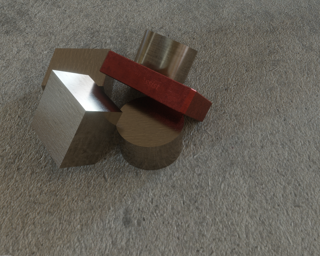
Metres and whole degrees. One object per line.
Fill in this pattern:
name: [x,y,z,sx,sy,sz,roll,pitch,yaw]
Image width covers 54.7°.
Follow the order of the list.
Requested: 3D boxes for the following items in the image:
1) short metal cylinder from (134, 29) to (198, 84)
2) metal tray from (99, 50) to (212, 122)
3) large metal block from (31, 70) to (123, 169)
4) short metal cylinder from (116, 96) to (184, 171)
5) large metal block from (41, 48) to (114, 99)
short metal cylinder: [0.008,-0.103,0.450,0.080,0.050,0.080,22,14,-5]
metal tray: [-0.004,-0.054,0.409,0.130,0.090,0.030,29,96,22]
large metal block: [-0.102,-0.011,0.368,0.050,0.080,0.080,0,38,-50]
short metal cylinder: [-0.012,0.006,0.384,0.081,0.050,0.080,0,50,0]
large metal block: [-0.112,-0.069,0.443,0.080,0.050,0.080,1,50,0]
